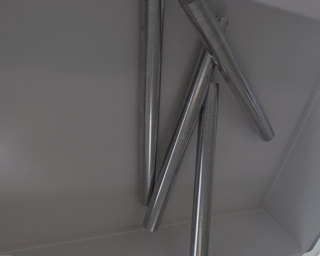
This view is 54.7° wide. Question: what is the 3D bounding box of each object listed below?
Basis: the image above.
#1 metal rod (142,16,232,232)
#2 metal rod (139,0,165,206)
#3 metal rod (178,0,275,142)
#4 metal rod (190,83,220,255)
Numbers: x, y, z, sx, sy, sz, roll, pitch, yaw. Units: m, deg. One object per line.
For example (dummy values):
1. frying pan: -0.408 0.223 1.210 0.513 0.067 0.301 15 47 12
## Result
1. metal rod: 0.030 0.006 0.409 0.025 0.025 0.298 7 109 -32
2. metal rod: -0.013 -0.019 0.389 0.025 0.025 0.298 -11 123 -22
3. metal rod: 0.102 -0.057 0.401 0.025 0.025 0.300 -45 138 3
4. metal rod: 0.057 0.090 0.414 0.025 0.025 0.298 3 91 -30
